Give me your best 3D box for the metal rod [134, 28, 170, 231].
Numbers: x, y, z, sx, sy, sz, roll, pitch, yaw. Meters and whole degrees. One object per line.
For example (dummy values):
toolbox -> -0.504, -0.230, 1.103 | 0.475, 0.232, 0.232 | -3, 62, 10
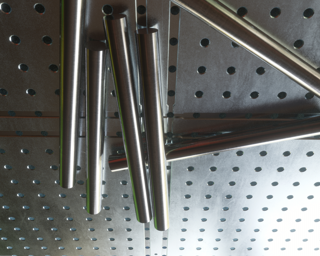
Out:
metal rod -> -0.006, 0.024, 0.404 | 0.025, 0.025, 0.298 | -3, 122, 2

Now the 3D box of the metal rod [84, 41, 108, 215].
metal rod -> -0.091, 0.024, 0.430 | 0.025, 0.025, 0.298 | 6, 130, -6

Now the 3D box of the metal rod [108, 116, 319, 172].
metal rod -> 0.075, 0.023, 0.431 | 0.301, 0.025, 0.025 | -11, 129, 9

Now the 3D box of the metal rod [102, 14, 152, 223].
metal rod -> -0.035, 0.012, 0.396 | 0.025, 0.025, 0.298 | -3, 123, 3

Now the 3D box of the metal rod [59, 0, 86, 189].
metal rod -> -0.112, -0.027, 0.387 | 0.025, 0.025, 0.298 | 9, 130, -8

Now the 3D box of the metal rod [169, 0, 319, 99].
metal rod -> 0.137, -0.076, 0.347 | 0.301, 0.025, 0.025 | 25, 126, -20
